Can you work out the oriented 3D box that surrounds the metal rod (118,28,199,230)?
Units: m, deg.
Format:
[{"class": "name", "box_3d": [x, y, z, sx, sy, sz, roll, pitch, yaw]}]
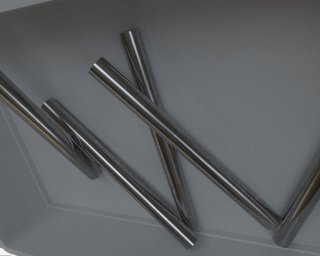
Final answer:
[{"class": "metal rod", "box_3d": [0.005, 0.018, 0.415, 0.025, 0.025, 0.298, -4, 117, 29]}]

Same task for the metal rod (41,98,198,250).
[{"class": "metal rod", "box_3d": [-0.063, 0.065, 0.462, 0.300, 0.025, 0.025, 43, 129, 5]}]

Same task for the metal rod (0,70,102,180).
[{"class": "metal rod", "box_3d": [-0.165, -0.014, 0.406, 0.025, 0.025, 0.299, 0, 143, 28]}]

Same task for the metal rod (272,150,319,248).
[{"class": "metal rod", "box_3d": [0.183, 0.029, 0.329, 0.025, 0.025, 0.298, 21, 126, 15]}]

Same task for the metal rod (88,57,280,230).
[{"class": "metal rod", "box_3d": [0.036, 0.025, 0.382, 0.300, 0.025, 0.025, 42, 129, -10]}]
